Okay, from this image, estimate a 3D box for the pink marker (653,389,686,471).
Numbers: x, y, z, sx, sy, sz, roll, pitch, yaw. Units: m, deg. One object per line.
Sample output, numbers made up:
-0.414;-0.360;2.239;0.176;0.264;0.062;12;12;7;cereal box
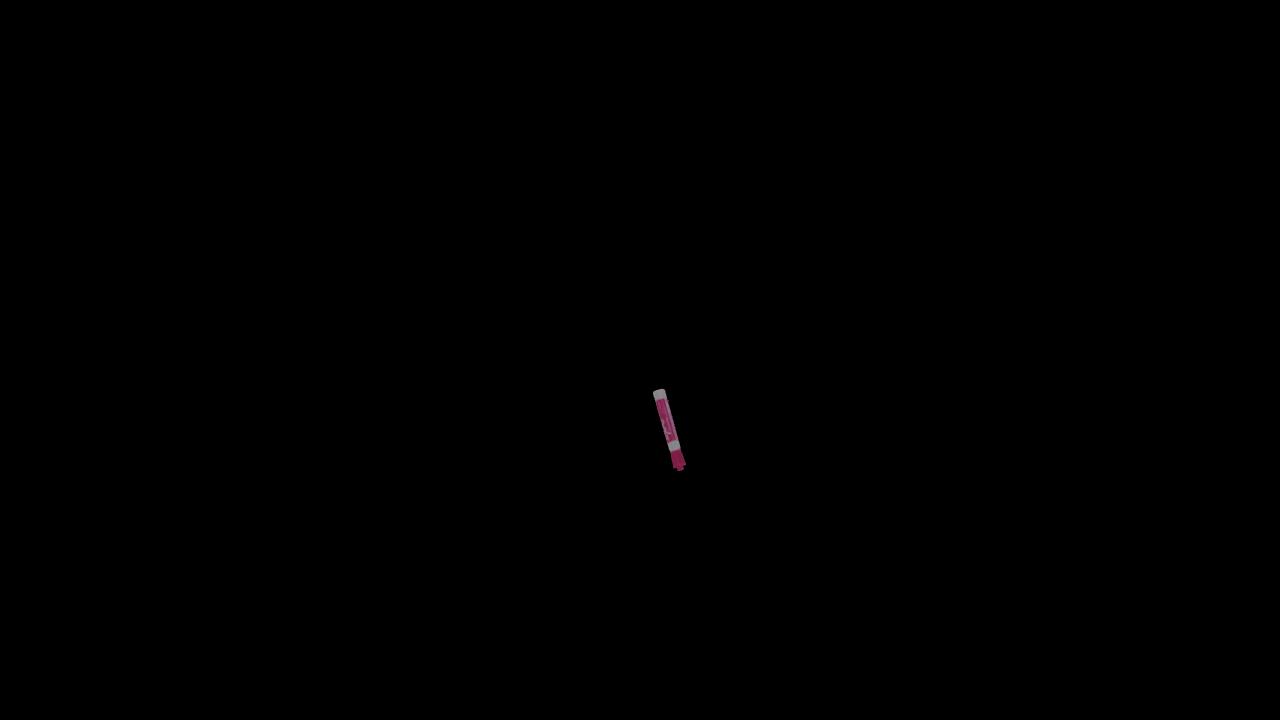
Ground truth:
0.043;0.101;0.890;0.020;0.121;0.020;-14;-18;-5;pink marker
